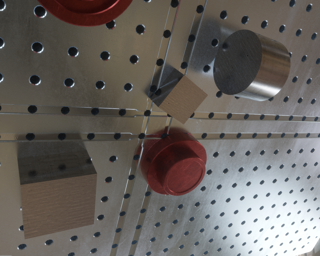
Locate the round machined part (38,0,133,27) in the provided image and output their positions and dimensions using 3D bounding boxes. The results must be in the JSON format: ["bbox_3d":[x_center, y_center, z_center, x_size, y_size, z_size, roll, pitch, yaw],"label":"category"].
[{"bbox_3d":[-0.070,-0.144,0.273,0.099,0.042,0.097,-14,124,-21],"label":"round machined part"}]

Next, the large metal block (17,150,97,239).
[{"bbox_3d":[-0.125,0.078,0.375,0.081,0.050,0.079,-5,121,-26],"label":"large metal block"}]

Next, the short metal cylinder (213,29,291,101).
[{"bbox_3d":[0.113,-0.077,0.390,0.050,0.080,0.079,7,115,-32],"label":"short metal cylinder"}]

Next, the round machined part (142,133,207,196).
[{"bbox_3d":[0.027,0.060,0.452,0.099,0.042,0.097,-14,124,-21],"label":"round machined part"}]

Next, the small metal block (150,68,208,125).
[{"bbox_3d":[0.025,-0.040,0.400,0.050,0.025,0.050,32,100,-38],"label":"small metal block"}]
